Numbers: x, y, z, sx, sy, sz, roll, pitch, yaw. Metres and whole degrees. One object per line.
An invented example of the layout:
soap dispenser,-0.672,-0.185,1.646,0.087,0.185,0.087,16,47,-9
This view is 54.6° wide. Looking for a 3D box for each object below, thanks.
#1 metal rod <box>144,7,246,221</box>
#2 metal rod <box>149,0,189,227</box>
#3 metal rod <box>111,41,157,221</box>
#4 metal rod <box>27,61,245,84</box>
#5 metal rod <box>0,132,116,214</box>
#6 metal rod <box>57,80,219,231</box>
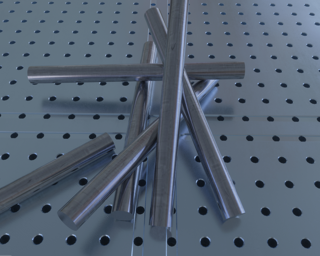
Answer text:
metal rod,0.034,-0.035,0.390,0.025,0.025,0.299,-14,66,-12
metal rod,0.014,-0.039,0.369,0.025,0.025,0.299,4,73,3
metal rod,-0.028,-0.021,0.425,0.025,0.025,0.300,4,50,3
metal rod,-0.034,-0.079,0.440,0.302,0.025,0.025,-1,50,2
metal rod,-0.184,0.085,0.335,0.302,0.025,0.025,-30,56,-23
metal rod,-0.002,0.003,0.380,0.025,0.025,0.301,27,47,21
